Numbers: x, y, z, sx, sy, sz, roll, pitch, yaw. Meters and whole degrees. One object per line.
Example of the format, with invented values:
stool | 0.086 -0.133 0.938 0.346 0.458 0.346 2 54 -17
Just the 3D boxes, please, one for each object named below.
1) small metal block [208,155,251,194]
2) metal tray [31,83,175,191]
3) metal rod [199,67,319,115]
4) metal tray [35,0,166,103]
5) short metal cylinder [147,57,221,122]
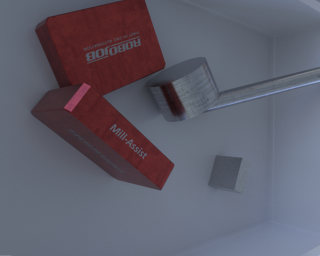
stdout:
small metal block | 0.109 0.072 0.484 0.025 0.050 0.050 30 72 -37
metal tray | -0.057 0.012 0.317 0.130 0.090 0.030 45 63 -31
metal rod | 0.176 -0.064 0.474 0.302 0.025 0.025 -15 101 -13
metal tray | -0.060 -0.091 0.354 0.131 0.030 0.090 -31 110 -36
short metal cylinder | 0.031 -0.050 0.399 0.080 0.080 0.050 -41 115 -32
